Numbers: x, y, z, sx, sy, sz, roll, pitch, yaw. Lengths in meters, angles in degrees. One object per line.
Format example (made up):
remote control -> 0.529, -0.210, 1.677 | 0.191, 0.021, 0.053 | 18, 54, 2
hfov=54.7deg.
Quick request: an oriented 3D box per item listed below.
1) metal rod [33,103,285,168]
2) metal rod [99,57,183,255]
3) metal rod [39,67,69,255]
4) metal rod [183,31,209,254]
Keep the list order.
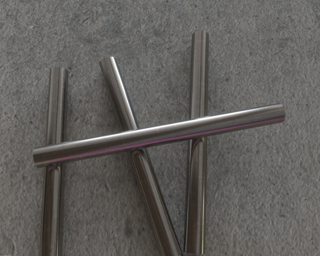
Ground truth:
metal rod -> 0.003, 0.008, 0.377 | 0.302, 0.025, 0.025 | -10, 71, -4
metal rod -> -0.026, 0.039, 0.393 | 0.025, 0.025, 0.299 | -18, 71, -7
metal rod -> -0.131, 0.061, 0.384 | 0.025, 0.025, 0.299 | -4, 70, -2
metal rod -> 0.050, 0.004, 0.407 | 0.025, 0.025, 0.299 | 4, 70, 1
